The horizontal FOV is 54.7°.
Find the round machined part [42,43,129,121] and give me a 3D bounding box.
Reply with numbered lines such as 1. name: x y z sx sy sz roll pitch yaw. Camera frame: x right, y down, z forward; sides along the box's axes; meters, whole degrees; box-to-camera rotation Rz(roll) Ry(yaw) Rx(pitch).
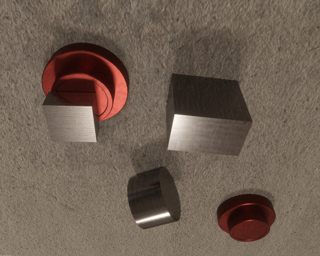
1. round machined part: -0.086 -0.044 0.357 0.099 0.042 0.097 -1 130 0

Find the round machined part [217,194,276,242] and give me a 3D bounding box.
1. round machined part: 0.151 0.161 0.536 0.099 0.042 0.097 -1 130 0

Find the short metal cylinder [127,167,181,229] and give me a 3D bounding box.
1. short metal cylinder: -0.007 0.104 0.460 0.050 0.080 0.080 -19 128 15

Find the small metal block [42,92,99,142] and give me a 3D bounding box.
1. small metal block: -0.096 -0.012 0.341 0.050 0.025 0.050 1 130 -2

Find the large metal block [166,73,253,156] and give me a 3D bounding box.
1. large metal block: 0.051 -0.017 0.358 0.081 0.080 0.050 6 130 -5
